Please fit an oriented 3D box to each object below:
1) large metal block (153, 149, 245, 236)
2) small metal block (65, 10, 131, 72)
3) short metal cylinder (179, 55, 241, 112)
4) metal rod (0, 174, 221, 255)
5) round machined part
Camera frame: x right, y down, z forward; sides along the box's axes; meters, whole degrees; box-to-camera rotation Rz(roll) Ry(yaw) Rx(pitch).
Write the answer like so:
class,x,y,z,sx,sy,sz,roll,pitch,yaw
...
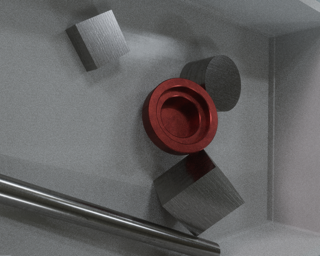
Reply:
class,x,y,z,sx,sy,sz,roll,pitch,yaw
large metal block,0.051,0.085,0.411,0.080,0.050,0.080,-37,121,6
small metal block,-0.069,-0.098,0.350,0.050,0.025,0.050,-38,114,-34
short metal cylinder,0.074,-0.063,0.455,0.081,0.050,0.079,0,90,-40
metal rod,-0.044,0.108,0.347,0.301,0.025,0.025,27,73,-29
round machined part,0.022,-0.012,0.403,0.099,0.042,0.098,6,74,-23
